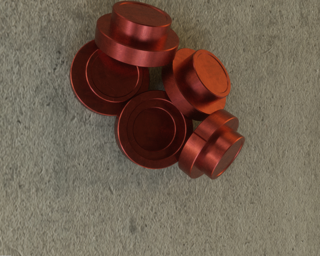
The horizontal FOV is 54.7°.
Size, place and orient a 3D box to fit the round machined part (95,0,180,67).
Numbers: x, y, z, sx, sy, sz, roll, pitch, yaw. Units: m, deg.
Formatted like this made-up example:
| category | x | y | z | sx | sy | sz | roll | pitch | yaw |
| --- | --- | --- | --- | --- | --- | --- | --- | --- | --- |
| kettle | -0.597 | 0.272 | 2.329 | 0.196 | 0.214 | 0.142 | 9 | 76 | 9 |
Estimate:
| category | x | y | z | sx | sy | sz | roll | pitch | yaw |
| --- | --- | --- | --- | --- | --- | --- | --- | --- | --- |
| round machined part | -0.024 | -0.115 | 0.362 | 0.099 | 0.098 | 0.042 | 1 | 132 | -20 |

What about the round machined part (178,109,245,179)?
| category | x | y | z | sx | sy | sz | roll | pitch | yaw |
| --- | --- | --- | --- | --- | --- | --- | --- | --- | --- |
| round machined part | 0.072 | 0.028 | 0.400 | 0.042 | 0.098 | 0.098 | 38 | 74 | 26 |

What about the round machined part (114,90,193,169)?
| category | x | y | z | sx | sy | sz | roll | pitch | yaw |
| --- | --- | --- | --- | --- | --- | --- | --- | --- | --- |
| round machined part | -0.010 | 0.002 | 0.398 | 0.099 | 0.042 | 0.097 | 0 | 90 | -21 |

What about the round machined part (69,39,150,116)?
| category | x | y | z | sx | sy | sz | roll | pitch | yaw |
| --- | --- | --- | --- | --- | --- | --- | --- | --- | --- |
| round machined part | -0.059 | -0.064 | 0.381 | 0.099 | 0.042 | 0.097 | 0 | 90 | -21 |

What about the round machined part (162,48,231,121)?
| category | x | y | z | sx | sy | sz | roll | pitch | yaw |
| --- | --- | --- | --- | --- | --- | --- | --- | --- | --- |
| round machined part | 0.053 | -0.061 | 0.399 | 0.099 | 0.042 | 0.098 | 21 | 55 | -33 |
